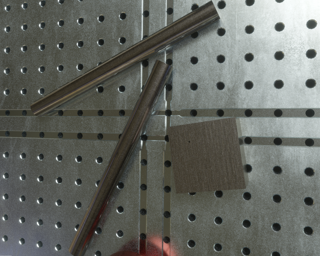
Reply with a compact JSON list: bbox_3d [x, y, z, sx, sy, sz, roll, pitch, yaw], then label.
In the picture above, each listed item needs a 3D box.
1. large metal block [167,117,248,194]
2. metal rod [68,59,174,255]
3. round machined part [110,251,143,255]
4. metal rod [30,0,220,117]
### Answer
[{"bbox_3d":[0.060,0.033,0.378,0.080,0.050,0.080,-9,87,19],"label":"large metal block"},{"bbox_3d":[-0.058,0.048,0.431,0.025,0.025,0.298,29,99,17],"label":"metal rod"},{"bbox_3d":[-0.040,0.214,0.417,0.098,0.042,0.097,0,90,19],"label":"round machined part"},{"bbox_3d":[-0.060,-0.088,0.432,0.300,0.025,0.025,-25,82,17],"label":"metal rod"}]
